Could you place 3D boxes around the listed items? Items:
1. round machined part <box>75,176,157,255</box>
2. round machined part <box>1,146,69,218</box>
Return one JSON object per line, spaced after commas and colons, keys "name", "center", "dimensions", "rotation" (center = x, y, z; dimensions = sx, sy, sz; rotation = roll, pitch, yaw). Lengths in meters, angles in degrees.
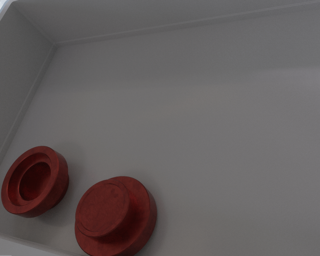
{"name": "round machined part", "center": [-0.057, 0.098, 0.357], "dimensions": [0.098, 0.042, 0.098], "rotation": [-14, 49, 17]}
{"name": "round machined part", "center": [-0.169, 0.078, 0.436], "dimensions": [0.098, 0.042, 0.098], "rotation": [-13, 56, 21]}
